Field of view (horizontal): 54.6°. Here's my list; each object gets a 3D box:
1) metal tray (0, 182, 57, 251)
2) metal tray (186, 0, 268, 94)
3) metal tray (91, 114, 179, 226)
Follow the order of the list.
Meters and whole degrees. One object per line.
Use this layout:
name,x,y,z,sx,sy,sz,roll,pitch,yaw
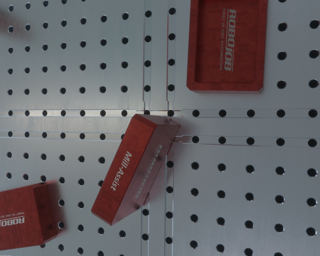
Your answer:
metal tray,-0.234,0.143,0.494,0.130,0.030,0.090,-14,85,19
metal tray,0.083,-0.109,0.380,0.090,0.030,0.129,3,91,20
metal tray,-0.028,0.048,0.388,0.030,0.090,0.129,27,99,18
